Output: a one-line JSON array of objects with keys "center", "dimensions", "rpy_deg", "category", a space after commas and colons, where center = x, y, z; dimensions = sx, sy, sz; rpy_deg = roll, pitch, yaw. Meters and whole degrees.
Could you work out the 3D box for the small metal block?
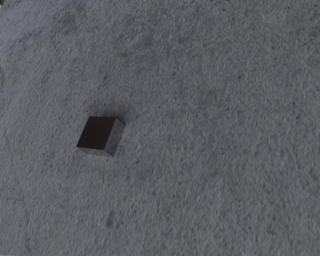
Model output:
[{"center": [-0.084, 0.012, 0.442], "dimensions": [0.050, 0.025, 0.050], "rpy_deg": [4, 63, 30], "category": "small metal block"}]
